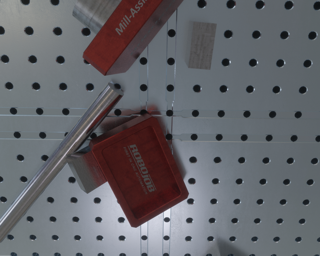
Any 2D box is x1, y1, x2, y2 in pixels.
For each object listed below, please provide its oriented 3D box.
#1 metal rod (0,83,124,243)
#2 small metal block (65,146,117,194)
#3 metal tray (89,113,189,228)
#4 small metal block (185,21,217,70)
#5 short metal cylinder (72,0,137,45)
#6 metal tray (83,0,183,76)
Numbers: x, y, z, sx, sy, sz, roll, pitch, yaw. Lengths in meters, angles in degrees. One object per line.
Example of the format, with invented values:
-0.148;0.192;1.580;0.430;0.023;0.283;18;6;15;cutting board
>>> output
-0.153;0.058;0.433;0.025;0.025;0.299;38;105;-13;metal rod
-0.091;0.052;0.418;0.050;0.025;0.050;-31;112;-27;small metal block
-0.026;0.057;0.414;0.091;0.030;0.129;-27;109;-13;metal tray
0.046;-0.098;0.364;0.025;0.050;0.050;5;110;-2;small metal block
-0.048;-0.135;0.334;0.050;0.080;0.080;38;106;-13;short metal cylinder
-0.019;-0.117;0.331;0.030;0.090;0.130;41;104;-2;metal tray
